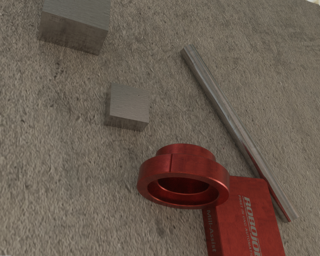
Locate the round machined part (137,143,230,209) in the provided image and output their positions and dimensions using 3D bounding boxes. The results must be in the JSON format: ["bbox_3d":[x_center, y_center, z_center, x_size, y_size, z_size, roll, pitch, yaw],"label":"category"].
[{"bbox_3d":[0.026,0.052,0.340,0.099,0.097,0.042,20,54,-17],"label":"round machined part"}]

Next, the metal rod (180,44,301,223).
[{"bbox_3d":[0.113,-0.002,0.465,0.025,0.025,0.299,-17,71,-35],"label":"metal rod"}]

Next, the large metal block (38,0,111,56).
[{"bbox_3d":[-0.114,-0.154,0.420,0.081,0.050,0.080,11,57,-22],"label":"large metal block"}]

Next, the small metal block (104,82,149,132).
[{"bbox_3d":[-0.042,-0.026,0.397,0.050,0.025,0.050,11,57,-22],"label":"small metal block"}]

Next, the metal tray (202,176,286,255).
[{"bbox_3d":[0.101,0.125,0.378,0.091,0.030,0.130,9,58,-23],"label":"metal tray"}]
